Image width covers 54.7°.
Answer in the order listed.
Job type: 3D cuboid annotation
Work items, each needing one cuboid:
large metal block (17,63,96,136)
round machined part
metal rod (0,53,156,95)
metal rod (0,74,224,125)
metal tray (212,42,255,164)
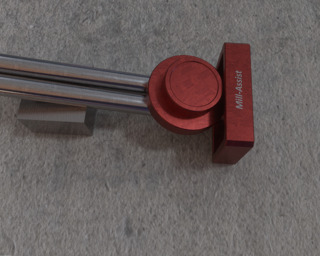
[{"bbox_3d":[-0.128,-0.038,0.404,0.081,0.050,0.080,3,70,1],"label":"large metal block"},{"bbox_3d":[0.035,-0.044,0.365,0.099,0.042,0.098,3,72,-11],"label":"round machined part"},{"bbox_3d":[-0.064,-0.060,0.382,0.302,0.025,0.025,7,70,-12],"label":"metal rod"},{"bbox_3d":[-0.066,-0.034,0.373,0.302,0.025,0.025,7,70,-11],"label":"metal rod"},{"bbox_3d":[0.087,-0.028,0.385,0.030,0.090,0.130,3,70,1],"label":"metal tray"}]
